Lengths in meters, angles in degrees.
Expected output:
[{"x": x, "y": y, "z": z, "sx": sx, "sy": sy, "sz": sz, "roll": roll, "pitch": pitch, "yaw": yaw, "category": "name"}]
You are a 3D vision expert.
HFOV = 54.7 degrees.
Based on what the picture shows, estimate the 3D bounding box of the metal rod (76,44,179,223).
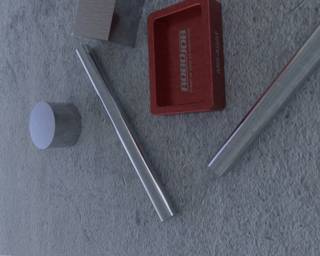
[{"x": -0.056, "y": -0.007, "z": 0.448, "sx": 0.025, "sy": 0.025, "sz": 0.299, "roll": -44, "pitch": 64, "yaw": 31, "category": "metal rod"}]

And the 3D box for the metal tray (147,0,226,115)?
[{"x": 0.030, "y": -0.082, "z": 0.375, "sx": 0.090, "sy": 0.030, "sz": 0.129, "roll": -4, "pitch": 88, "yaw": 39, "category": "metal tray"}]

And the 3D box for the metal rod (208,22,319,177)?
[{"x": 0.140, "y": -0.067, "z": 0.288, "sx": 0.025, "sy": 0.025, "sz": 0.298, "roll": 48, "pitch": 118, "yaw": 29, "category": "metal rod"}]

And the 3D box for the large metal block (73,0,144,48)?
[{"x": -0.074, "y": -0.166, "z": 0.447, "sx": 0.080, "sy": 0.050, "sz": 0.079, "roll": 22, "pitch": 104, "yaw": 37, "category": "large metal block"}]

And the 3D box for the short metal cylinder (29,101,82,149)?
[{"x": -0.181, "y": -0.005, "z": 0.535, "sx": 0.080, "sy": 0.050, "sz": 0.079, "roll": 0, "pitch": 90, "yaw": 39, "category": "short metal cylinder"}]
